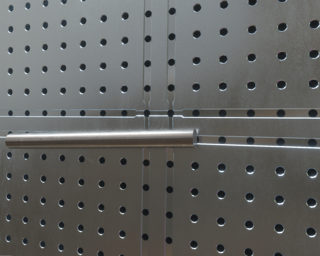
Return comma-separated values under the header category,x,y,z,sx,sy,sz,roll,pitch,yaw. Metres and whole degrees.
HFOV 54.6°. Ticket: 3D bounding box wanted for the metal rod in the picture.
category,x,y,z,sx,sy,sz,roll,pitch,yaw
metal rod,-0.097,0.017,0.447,0.301,0.025,0.025,-2,90,20
